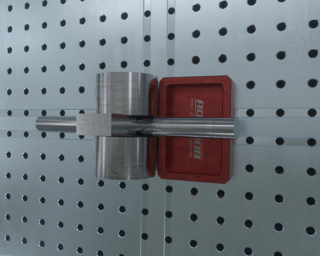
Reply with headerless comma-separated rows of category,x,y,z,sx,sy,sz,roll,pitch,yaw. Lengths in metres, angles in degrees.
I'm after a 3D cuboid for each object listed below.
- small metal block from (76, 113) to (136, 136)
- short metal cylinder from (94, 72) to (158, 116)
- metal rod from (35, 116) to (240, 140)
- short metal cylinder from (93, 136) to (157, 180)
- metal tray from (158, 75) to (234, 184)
small metal block,-0.063,-0.004,0.371,0.050,0.050,0.025,1,91,28
short metal cylinder,-0.043,-0.040,0.397,0.080,0.080,0.050,1,91,20
metal rod,-0.049,-0.003,0.405,0.300,0.025,0.025,1,91,28
short metal cylinder,-0.045,0.035,0.399,0.080,0.080,0.050,2,91,20
metal tray,0.045,0.001,0.394,0.090,0.030,0.129,1,90,19
